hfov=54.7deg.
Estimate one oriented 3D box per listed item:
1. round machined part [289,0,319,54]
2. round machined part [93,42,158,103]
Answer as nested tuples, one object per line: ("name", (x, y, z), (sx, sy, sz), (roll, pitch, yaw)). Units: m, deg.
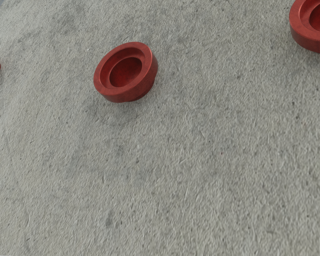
("round machined part", (0.205, -0.124, 0.361), (0.098, 0.042, 0.098), (-13, 56, 21))
("round machined part", (-0.047, -0.079, 0.466), (0.098, 0.042, 0.098), (-13, 56, 21))
